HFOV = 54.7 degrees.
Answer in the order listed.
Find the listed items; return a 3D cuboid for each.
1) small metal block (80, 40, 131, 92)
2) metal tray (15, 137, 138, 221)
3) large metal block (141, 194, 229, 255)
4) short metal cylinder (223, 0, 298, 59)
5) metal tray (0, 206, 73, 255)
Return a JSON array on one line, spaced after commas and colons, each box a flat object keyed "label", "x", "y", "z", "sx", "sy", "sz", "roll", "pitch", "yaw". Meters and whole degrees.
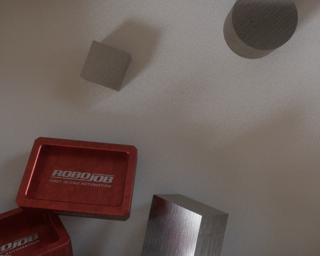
[{"label": "small metal block", "x": -0.071, "y": -0.081, "z": 0.410, "sx": 0.050, "sy": 0.025, "sz": 0.050, "roll": 20, "pitch": 90, "yaw": -1}, {"label": "metal tray", "x": -0.098, "y": 0.062, "z": 0.387, "sx": 0.131, "sy": 0.030, "sz": 0.090, "roll": 6, "pitch": 60, "yaw": -1}, {"label": "large metal block", "x": 0.029, "y": 0.132, "z": 0.378, "sx": 0.050, "sy": 0.080, "sz": 0.080, "roll": 12, "pitch": 90, "yaw": -43}, {"label": "short metal cylinder", "x": 0.127, "y": -0.134, "z": 0.401, "sx": 0.081, "sy": 0.050, "sz": 0.079, "roll": 0, "pitch": 90, "yaw": -1}, {"label": "metal tray", "x": -0.177, "y": 0.137, "z": 0.349, "sx": 0.131, "sy": 0.090, "sz": 0.030, "roll": -16, "pitch": 121, "yaw": -30}]
